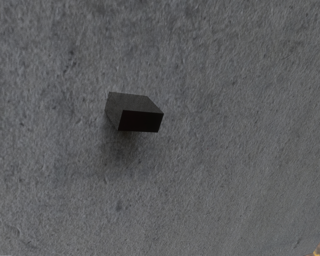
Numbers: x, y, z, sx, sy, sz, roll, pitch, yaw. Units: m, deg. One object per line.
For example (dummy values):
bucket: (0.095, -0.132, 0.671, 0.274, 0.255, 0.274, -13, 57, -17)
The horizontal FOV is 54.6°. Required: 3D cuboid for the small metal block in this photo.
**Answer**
small metal block: (-0.031, -0.019, 0.361, 0.050, 0.050, 0.025, 4, 117, -30)
